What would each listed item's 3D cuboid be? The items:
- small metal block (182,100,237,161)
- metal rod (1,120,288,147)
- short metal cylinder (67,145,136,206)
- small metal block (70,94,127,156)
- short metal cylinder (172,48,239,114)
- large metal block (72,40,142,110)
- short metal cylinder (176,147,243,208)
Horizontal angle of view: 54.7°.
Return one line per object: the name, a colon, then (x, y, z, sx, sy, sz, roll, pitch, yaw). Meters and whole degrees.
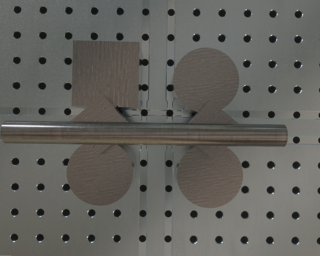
small metal block: (0.060, 0.003, 0.364, 0.050, 0.025, 0.050, 40, 90, 0)
metal rod: (-0.016, 0.006, 0.338, 0.302, 0.025, 0.025, 1, 90, 0)
short metal cylinder: (-0.073, 0.054, 0.399, 0.081, 0.050, 0.080, 0, 90, 0)
small metal block: (-0.068, -0.003, 0.363, 0.050, 0.025, 0.050, -40, 90, 0)
short metal cylinder: (0.056, -0.058, 0.401, 0.081, 0.050, 0.080, 0, 90, 0)
large metal block: (-0.066, -0.066, 0.400, 0.081, 0.050, 0.080, 1, 90, 0)
short metal cylinder: (0.061, 0.057, 0.401, 0.081, 0.050, 0.080, 0, 90, 0)
